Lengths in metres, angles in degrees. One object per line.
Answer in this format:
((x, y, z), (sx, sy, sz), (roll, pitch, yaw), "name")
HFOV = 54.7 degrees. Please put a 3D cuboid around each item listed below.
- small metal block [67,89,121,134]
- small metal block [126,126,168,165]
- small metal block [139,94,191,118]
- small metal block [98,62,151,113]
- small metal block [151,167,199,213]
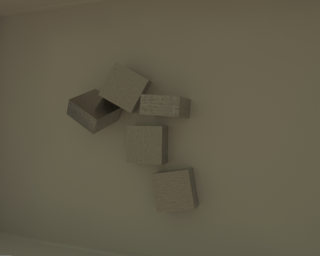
((-0.090, -0.024, 0.426), (0.050, 0.050, 0.025), (35, 128, 17), "small metal block")
((-0.017, 0.022, 0.416), (0.050, 0.025, 0.050), (1, 90, 20), "small metal block")
((0.008, -0.027, 0.394), (0.050, 0.050, 0.025), (5, 92, 20), "small metal block")
((-0.047, -0.054, 0.420), (0.050, 0.025, 0.050), (29, 95, 5), "small metal block")
((0.020, 0.080, 0.403), (0.050, 0.025, 0.050), (-10, 87, 19), "small metal block")
